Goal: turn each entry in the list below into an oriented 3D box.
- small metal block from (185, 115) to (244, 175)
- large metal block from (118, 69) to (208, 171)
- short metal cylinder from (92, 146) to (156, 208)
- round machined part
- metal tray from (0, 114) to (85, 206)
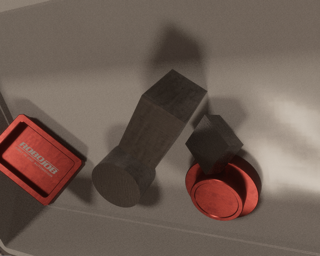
[{"bbox_3d":[0.063,0.019,0.368,0.050,0.025,0.050,58,133,35],"label":"small metal block"},{"bbox_3d":[0.004,-0.011,0.363,0.050,0.080,0.079,34,129,6],"label":"large metal block"},{"bbox_3d":[-0.054,0.071,0.463,0.080,0.050,0.079,13,124,20],"label":"short metal cylinder"},{"bbox_3d":[0.079,0.082,0.406,0.098,0.042,0.097,13,124,20],"label":"round machined part"},{"bbox_3d":[-0.201,0.051,0.503,0.130,0.090,0.030,38,171,2],"label":"metal tray"}]
